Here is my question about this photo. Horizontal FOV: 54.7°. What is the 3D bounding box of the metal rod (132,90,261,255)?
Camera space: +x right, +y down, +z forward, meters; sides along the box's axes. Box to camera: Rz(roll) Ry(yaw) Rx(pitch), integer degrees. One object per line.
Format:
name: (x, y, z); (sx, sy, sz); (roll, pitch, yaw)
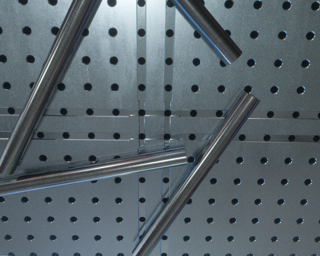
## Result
metal rod: (0.043, 0.079, 0.443); (0.025, 0.025, 0.298); (29, 107, -11)

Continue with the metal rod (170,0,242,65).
metal rod: (-0.011, -0.188, 0.343); (0.025, 0.025, 0.300); (-41, 106, 13)

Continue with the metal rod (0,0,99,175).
metal rod: (-0.139, -0.063, 0.388); (0.025, 0.025, 0.298); (29, 107, -11)

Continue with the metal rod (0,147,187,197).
metal rod: (-0.113, 0.065, 0.435); (0.302, 0.025, 0.025); (-10, 110, 3)
